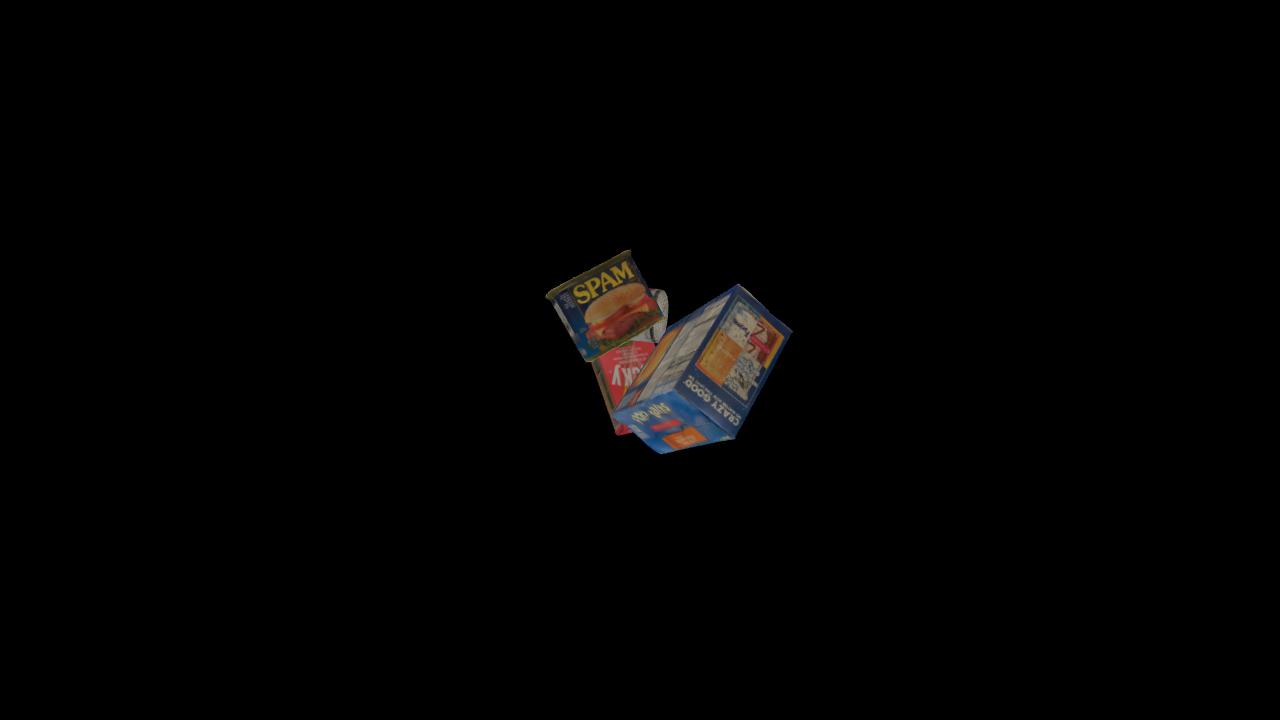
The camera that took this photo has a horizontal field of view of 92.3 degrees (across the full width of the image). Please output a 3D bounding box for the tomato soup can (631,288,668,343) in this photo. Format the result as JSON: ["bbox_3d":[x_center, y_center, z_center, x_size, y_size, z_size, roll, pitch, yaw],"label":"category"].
[{"bbox_3d":[-0.022,-0.057,0.759,0.101,0.068,0.068,7,2,16],"label":"tomato soup can"}]

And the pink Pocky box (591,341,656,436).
[{"bbox_3d":[-0.013,0.011,0.757,0.084,0.155,0.029,-9,-22,-30],"label":"pink Pocky box"}]

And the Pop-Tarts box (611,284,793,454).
[{"bbox_3d":[0.062,0.017,0.671,0.083,0.141,0.167,39,-25,-10],"label":"Pop-Tarts box"}]

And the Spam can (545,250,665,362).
[{"bbox_3d":[-0.036,-0.056,0.659,0.101,0.085,0.058,-30,4,-16],"label":"Spam can"}]
